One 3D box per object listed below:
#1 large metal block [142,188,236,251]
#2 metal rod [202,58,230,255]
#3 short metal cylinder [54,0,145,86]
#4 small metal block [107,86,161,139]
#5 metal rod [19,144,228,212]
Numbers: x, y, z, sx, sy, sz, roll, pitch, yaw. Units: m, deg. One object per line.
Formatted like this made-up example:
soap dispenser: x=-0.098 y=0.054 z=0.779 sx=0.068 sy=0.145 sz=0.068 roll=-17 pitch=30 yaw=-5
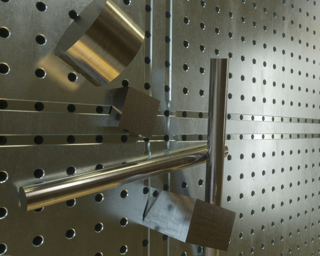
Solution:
large metal block: x=0.038 y=0.119 z=0.406 sx=0.080 sy=0.080 sz=0.050 roll=27 pitch=73 yaw=-37
metal rod: x=0.079 y=0.053 z=0.443 sx=0.025 sy=0.025 sz=0.298 roll=-10 pitch=106 yaw=-40
short metal cylinder: x=-0.062 y=-0.090 z=0.321 sx=0.050 sy=0.080 sz=0.080 roll=39 pitch=66 yaw=-33
small metal block: x=-0.032 y=-0.018 z=0.383 sx=0.050 sy=0.025 sz=0.050 roll=22 pitch=76 yaw=-38
metal rod: x=-0.017 y=0.052 z=0.395 sx=0.302 sy=0.025 sz=0.025 roll=-8 pitch=96 yaw=-40
